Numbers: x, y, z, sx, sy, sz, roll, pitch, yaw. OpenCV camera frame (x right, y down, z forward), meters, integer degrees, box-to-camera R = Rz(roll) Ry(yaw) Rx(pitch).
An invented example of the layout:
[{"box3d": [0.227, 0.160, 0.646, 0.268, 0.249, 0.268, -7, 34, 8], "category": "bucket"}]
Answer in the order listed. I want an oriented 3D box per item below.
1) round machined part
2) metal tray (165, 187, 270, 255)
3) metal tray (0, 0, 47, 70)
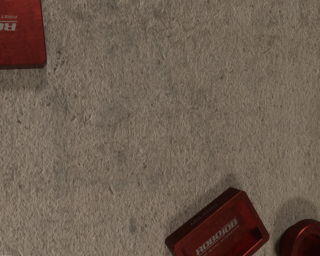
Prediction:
[{"box3d": [0.230, 0.191, 0.487, 0.099, 0.042, 0.097, 0, 90, -21], "category": "round machined part"}, {"box3d": [0.084, 0.158, 0.438, 0.131, 0.030, 0.090, -34, 101, -17], "category": "metal tray"}, {"box3d": [-0.196, -0.110, 0.334, 0.131, 0.030, 0.089, -6, 92, -20], "category": "metal tray"}]
